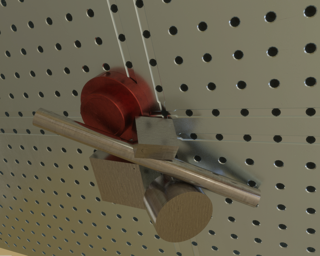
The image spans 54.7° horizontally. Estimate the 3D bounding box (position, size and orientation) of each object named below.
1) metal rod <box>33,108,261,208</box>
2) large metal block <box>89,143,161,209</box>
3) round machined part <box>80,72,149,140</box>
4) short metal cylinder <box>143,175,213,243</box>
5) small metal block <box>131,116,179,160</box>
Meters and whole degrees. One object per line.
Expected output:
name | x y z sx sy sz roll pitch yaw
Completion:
metal rod | -0.016 0.038 0.400 0.301 0.025 0.025 21 127 -1
large metal block | -0.047 0.067 0.457 0.080 0.050 0.079 5 121 25
round machined part | -0.067 -0.023 0.420 0.098 0.042 0.097 13 124 20
short metal cylinder | 0.024 0.106 0.419 0.081 0.050 0.079 -9 116 -18
small metal block | -0.007 0.012 0.393 0.050 0.050 0.025 5 131 -15
